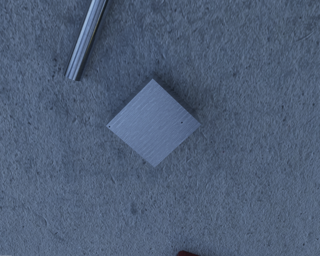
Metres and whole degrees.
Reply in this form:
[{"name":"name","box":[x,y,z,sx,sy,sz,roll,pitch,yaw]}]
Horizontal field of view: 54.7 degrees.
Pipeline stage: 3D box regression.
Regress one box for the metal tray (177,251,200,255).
[{"name":"metal tray","box":[0.076,0.261,0.504,0.131,0.030,0.089,21,109,-8]}]

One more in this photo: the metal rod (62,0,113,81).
[{"name":"metal rod","box":[-0.046,-0.191,0.338,0.025,0.025,0.298,23,108,-9]}]

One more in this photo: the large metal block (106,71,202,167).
[{"name":"large metal block","box":[-0.008,-0.012,0.392,0.080,0.050,0.080,42,104,-14]}]
